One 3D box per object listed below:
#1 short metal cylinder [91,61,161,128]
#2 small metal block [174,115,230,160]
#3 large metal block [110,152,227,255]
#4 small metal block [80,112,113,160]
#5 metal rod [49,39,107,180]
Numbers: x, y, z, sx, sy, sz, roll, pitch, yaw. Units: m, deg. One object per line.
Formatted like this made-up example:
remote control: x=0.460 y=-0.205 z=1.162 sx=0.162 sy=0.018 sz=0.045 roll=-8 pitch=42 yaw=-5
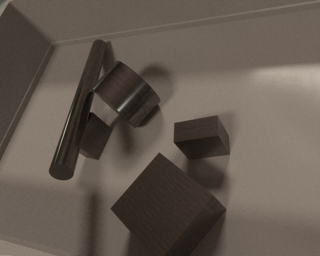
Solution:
short metal cylinder: x=-0.046 y=-0.045 z=0.420 sx=0.050 sy=0.080 sz=0.080 roll=-48 pitch=52 yaw=-6
small metal block: x=0.049 y=0.013 z=0.355 sx=0.050 sy=0.050 sz=0.025 roll=-10 pitch=58 yaw=22
large metal block: x=0.009 y=0.087 z=0.331 sx=0.080 sy=0.050 sz=0.080 roll=-49 pitch=52 yaw=-7
small metal block: x=-0.099 y=0.011 z=0.433 sx=0.025 sy=0.050 sz=0.050 roll=9 pitch=66 yaw=32
metal rod: x=-0.105 y=-0.050 z=0.436 sx=0.025 sy=0.025 sz=0.300 roll=-21 pitch=37 yaw=15
